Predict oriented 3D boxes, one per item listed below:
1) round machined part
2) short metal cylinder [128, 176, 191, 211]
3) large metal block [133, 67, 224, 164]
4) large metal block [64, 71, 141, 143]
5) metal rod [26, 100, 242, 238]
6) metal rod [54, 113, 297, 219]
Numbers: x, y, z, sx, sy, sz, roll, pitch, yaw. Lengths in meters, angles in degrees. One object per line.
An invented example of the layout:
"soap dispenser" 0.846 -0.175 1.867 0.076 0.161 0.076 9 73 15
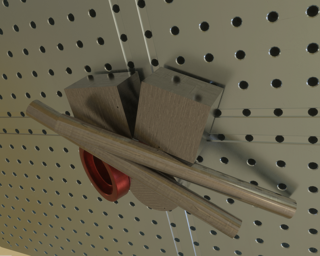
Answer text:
"round machined part" -0.074 0.055 0.454 0.098 0.042 0.097 33 137 37
"short metal cylinder" 0.002 0.068 0.430 0.080 0.050 0.079 13 124 21
"large metal block" 0.020 -0.016 0.368 0.080 0.050 0.079 22 127 15
"large metal block" -0.066 -0.025 0.405 0.080 0.050 0.080 1 119 27
"metal rod" -0.038 0.047 0.389 0.301 0.025 0.025 30 128 8
"metal rod" 0.021 0.047 0.376 0.302 0.025 0.025 21 128 -2
